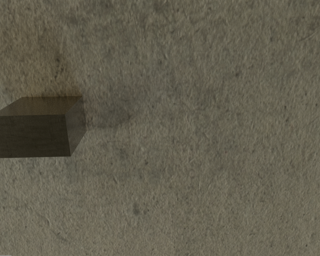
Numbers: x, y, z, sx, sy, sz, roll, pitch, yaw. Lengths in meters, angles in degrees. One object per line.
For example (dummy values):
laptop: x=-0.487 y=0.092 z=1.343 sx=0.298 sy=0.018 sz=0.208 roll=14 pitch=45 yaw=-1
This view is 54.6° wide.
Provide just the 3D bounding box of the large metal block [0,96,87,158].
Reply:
large metal block: x=-0.141 y=-0.004 z=0.378 sx=0.080 sy=0.080 sz=0.050 roll=-1 pitch=110 yaw=0
